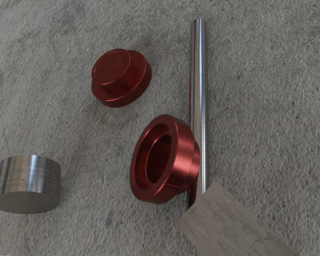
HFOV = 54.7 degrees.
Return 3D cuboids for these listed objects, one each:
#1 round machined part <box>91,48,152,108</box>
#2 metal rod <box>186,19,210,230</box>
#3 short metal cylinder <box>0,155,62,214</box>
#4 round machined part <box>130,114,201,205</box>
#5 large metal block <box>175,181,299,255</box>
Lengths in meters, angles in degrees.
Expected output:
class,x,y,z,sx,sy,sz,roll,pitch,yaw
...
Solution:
class,x,y,z,sx,sy,sz,roll,pitch,yaw
round machined part,-0.066,-0.083,0.479,0.098,0.042,0.098,-13,56,21
metal rod,0.049,-0.026,0.393,0.025,0.025,0.299,-10,57,23
short metal cylinder,-0.176,0.077,0.414,0.080,0.080,0.050,-19,55,17
round machined part,0.008,0.037,0.348,0.098,0.042,0.098,-40,38,43
large metal block,0.071,0.102,0.269,0.050,0.080,0.080,-46,51,-4
